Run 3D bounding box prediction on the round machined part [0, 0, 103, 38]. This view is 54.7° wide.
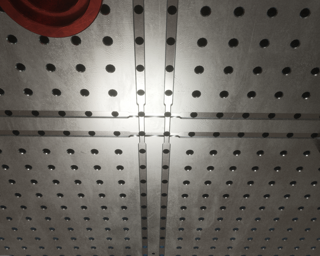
[{"bbox_3d":[-0.099,-0.137,0.282,0.099,0.042,0.097,-1,130,0],"label":"round machined part"}]
